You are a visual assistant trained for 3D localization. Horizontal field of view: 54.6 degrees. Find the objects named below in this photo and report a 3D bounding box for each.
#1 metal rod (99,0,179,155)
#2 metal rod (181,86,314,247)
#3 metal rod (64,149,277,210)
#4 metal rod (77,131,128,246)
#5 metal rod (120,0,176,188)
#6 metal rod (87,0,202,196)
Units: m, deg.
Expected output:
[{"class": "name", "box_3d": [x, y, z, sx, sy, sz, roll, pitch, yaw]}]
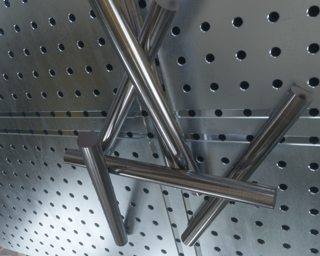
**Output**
[{"class": "metal rod", "box_3d": [-0.049, -0.030, 0.394, 0.025, 0.025, 0.298, 36, 137, 4]}, {"class": "metal rod", "box_3d": [0.095, 0.072, 0.405, 0.025, 0.025, 0.298, 31, 129, 8]}, {"class": "metal rod", "box_3d": [-0.007, 0.060, 0.404, 0.300, 0.025, 0.025, 7, 122, 28]}, {"class": "metal rod", "box_3d": [-0.078, 0.112, 0.470, 0.025, 0.025, 0.299, 18, 142, 18]}, {"class": "metal rod", "box_3d": [-0.010, -0.051, 0.385, 0.025, 0.025, 0.299, -2, 118, 29]}, {"class": "metal rod", "box_3d": [-0.001, -0.021, 0.348, 0.025, 0.025, 0.299, -3, 133, 30]}]
